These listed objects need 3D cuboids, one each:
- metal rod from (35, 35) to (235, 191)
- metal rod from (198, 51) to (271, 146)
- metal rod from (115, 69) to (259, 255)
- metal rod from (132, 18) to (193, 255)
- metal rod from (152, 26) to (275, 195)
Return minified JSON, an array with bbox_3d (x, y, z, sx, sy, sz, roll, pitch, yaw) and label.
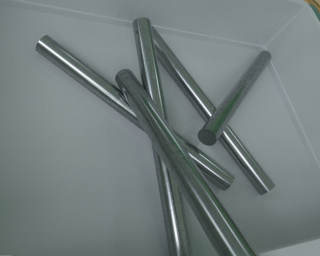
[{"bbox_3d":[-0.029,-0.017,0.401,0.301,0.025,0.025,37,51,-4],"label":"metal rod"},{"bbox_3d":[0.132,-0.064,0.496,0.025,0.025,0.302,43,44,1],"label":"metal rod"},{"bbox_3d":[0.014,0.028,0.300,0.025,0.025,0.300,-2,39,-30],"label":"metal rod"},{"bbox_3d":[-0.001,0.000,0.376,0.025,0.025,0.299,0,71,-29],"label":"metal rod"},{"bbox_3d":[0.066,-0.032,0.462,0.025,0.025,0.299,-28,77,-37],"label":"metal rod"}]
